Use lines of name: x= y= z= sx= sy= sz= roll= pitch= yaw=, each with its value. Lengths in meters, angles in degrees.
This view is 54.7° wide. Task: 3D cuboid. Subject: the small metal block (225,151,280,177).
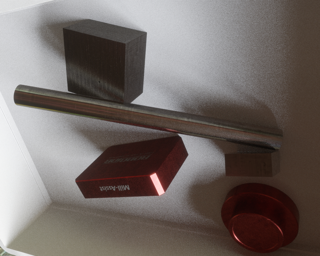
small metal block: x=0.107 y=0.041 z=0.357 sx=0.050 sy=0.050 sz=0.025 roll=-4 pitch=87 yaw=30

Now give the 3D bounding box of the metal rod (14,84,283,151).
metal rod: x=-0.015 y=-0.013 z=0.354 sx=0.302 sy=0.025 sz=0.025 roll=10 pitch=124 yaw=2

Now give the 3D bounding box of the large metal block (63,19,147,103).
large metal block: x=-0.066 y=-0.079 z=0.377 sx=0.080 sy=0.050 sz=0.079 roll=18 pitch=126 yaw=17

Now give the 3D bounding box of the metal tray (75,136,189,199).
metal tray: x=-0.038 y=0.053 z=0.417 sx=0.130 sy=0.090 sz=0.030 roll=-10 pitch=113 yaw=32

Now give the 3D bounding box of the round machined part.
round machined part: x=0.128 y=0.124 z=0.406 sx=0.098 sy=0.042 sz=0.097 roll=13 pitch=124 yaw=20
